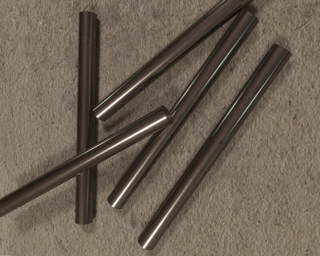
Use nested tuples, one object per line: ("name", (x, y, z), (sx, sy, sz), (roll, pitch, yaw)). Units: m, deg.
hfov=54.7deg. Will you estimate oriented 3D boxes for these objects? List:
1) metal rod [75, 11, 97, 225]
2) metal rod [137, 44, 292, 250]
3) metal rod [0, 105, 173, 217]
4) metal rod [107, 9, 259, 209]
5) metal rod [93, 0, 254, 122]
("metal rod", (-0.106, -0.014, 0.445), (0.025, 0.025, 0.298), (1, 90, 19))
("metal rod", (0.061, 0.032, 0.386), (0.025, 0.025, 0.299), (36, 101, 16))
("metal rod", (-0.117, 0.053, 0.420), (0.300, 0.025, 0.025), (-29, 81, 17))
("metal rod", (0.023, -0.015, 0.400), (0.025, 0.025, 0.299), (39, 102, 15))
("metal rod", (0.030, -0.106, 0.397), (0.300, 0.025, 0.025), (-37, 79, 15))
